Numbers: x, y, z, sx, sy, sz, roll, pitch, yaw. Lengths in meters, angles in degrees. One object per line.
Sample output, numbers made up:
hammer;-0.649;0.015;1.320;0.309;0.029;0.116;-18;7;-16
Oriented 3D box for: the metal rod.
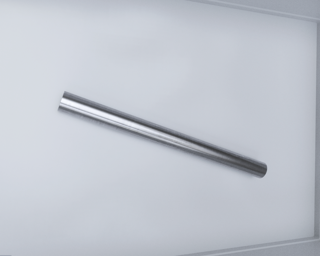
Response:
metal rod;0.017;0.016;0.415;0.302;0.025;0.025;20;84;-19
